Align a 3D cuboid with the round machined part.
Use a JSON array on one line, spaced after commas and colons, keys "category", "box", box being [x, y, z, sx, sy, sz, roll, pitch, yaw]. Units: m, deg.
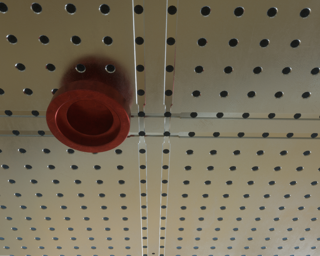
[{"category": "round machined part", "box": [-0.085, -0.018, 0.384, 0.099, 0.042, 0.097, -1, 130, 0]}]
